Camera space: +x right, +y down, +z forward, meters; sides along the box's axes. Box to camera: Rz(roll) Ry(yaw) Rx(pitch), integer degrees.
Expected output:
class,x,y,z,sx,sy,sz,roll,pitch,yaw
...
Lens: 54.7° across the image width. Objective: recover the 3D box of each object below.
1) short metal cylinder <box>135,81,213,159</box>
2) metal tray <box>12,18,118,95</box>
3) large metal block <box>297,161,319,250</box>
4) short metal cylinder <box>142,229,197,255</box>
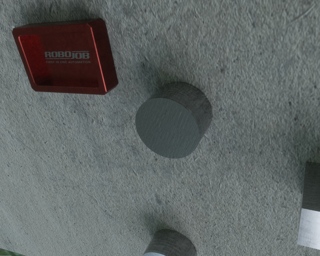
class,x,y,z,sx,sy,sz,roll,pitch,yaw
short metal cylinder,0.018,-0.010,0.375,0.080,0.050,0.079,13,124,21
metal tray,-0.126,-0.093,0.412,0.130,0.030,0.089,5,121,25
large metal block,0.191,0.084,0.322,0.080,0.080,0.050,7,122,24
short metal cylinder,0.015,0.217,0.517,0.080,0.050,0.079,13,124,21
